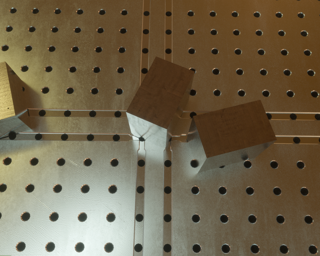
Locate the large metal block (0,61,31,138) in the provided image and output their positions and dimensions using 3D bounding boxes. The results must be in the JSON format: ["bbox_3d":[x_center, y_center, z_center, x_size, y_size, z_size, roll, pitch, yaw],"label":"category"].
[{"bbox_3d":[-0.226,-0.031,0.407,0.081,0.050,0.080,-17,71,-7],"label":"large metal block"}]

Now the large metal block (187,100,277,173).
[{"bbox_3d":[0.082,0.013,0.379,0.081,0.080,0.050,-14,71,-5],"label":"large metal block"}]

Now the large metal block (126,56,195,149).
[{"bbox_3d":[0.001,-0.029,0.393,0.050,0.080,0.080,23,72,8],"label":"large metal block"}]
